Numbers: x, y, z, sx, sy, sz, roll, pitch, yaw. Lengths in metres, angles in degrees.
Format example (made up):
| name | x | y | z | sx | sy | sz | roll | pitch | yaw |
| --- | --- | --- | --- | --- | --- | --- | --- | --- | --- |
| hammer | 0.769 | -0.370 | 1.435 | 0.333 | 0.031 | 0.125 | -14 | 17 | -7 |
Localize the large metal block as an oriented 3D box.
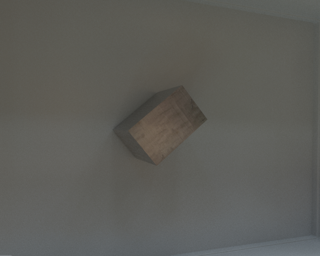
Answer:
| name | x | y | z | sx | sy | sz | roll | pitch | yaw |
| --- | --- | --- | --- | --- | --- | --- | --- | --- | --- |
| large metal block | -0.003 | -0.004 | 0.378 | 0.080 | 0.080 | 0.050 | -41 | 104 | -15 |
